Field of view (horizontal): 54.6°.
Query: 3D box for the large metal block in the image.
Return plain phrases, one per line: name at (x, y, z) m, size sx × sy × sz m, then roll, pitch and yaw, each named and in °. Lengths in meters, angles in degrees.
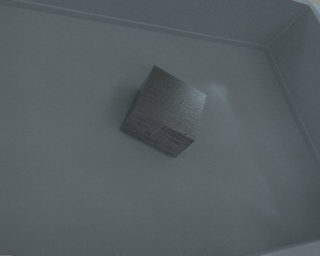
large metal block at (0.006, -0.021, 0.401) m, size 0.080 × 0.050 × 0.080 m, roll 28°, pitch 52°, yaw -11°
